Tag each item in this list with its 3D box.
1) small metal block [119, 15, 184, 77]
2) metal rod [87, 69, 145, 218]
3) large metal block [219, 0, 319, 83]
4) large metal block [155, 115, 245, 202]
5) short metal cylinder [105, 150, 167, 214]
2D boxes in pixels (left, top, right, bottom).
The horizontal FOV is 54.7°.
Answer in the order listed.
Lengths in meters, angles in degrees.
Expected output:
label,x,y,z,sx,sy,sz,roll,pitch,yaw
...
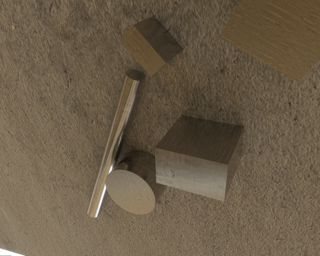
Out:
label,x,y,z,sx,sy,sz,roll,pitch,yaw
small metal block,-0.008,-0.091,0.339,0.050,0.050,0.025,48,129,-6
metal rod,-0.075,0.043,0.473,0.025,0.025,0.298,30,128,9
large metal block,0.112,-0.100,0.270,0.080,0.050,0.079,32,129,7
large metal block,0.048,0.031,0.365,0.080,0.080,0.050,12,123,22
short metal cylinder,-0.032,0.080,0.457,0.080,0.050,0.079,13,124,21
